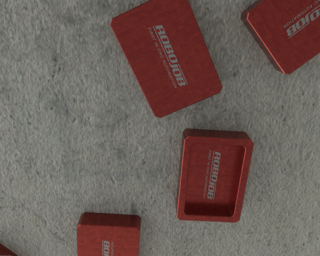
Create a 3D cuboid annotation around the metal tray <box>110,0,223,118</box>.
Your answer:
[{"bbox_3d":[0.010,-0.088,0.375,0.090,0.030,0.129,-23,109,8],"label":"metal tray"}]

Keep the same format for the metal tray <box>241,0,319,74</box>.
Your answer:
[{"bbox_3d":[0.174,-0.137,0.359,0.130,0.030,0.090,-37,106,12],"label":"metal tray"}]

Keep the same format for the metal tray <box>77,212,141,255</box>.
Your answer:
[{"bbox_3d":[-0.079,0.195,0.478,0.091,0.030,0.129,4,110,-2],"label":"metal tray"}]

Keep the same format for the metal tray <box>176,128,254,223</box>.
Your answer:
[{"bbox_3d":[0.073,0.068,0.433,0.091,0.030,0.129,3,110,-2],"label":"metal tray"}]

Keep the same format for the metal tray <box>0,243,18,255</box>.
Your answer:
[{"bbox_3d":[-0.281,0.244,0.493,0.130,0.030,0.090,-42,106,13],"label":"metal tray"}]
